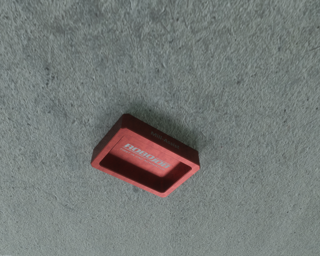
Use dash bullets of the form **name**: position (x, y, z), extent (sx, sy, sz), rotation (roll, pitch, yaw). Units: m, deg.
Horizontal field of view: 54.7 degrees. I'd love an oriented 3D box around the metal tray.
- **metal tray**: position (-0.020, 0.044, 0.443), extent (0.131, 0.030, 0.090), rotation (29, 124, -23)
